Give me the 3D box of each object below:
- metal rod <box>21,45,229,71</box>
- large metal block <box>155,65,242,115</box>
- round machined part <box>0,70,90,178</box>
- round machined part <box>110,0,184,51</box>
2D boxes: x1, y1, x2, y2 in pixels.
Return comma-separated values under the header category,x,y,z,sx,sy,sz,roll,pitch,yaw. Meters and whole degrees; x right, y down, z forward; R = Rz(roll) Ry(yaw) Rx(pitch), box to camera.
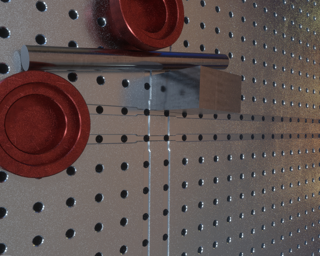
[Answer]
category,x,y,z,sx,sy,sz,roll,pitch,yaw
metal rod,-0.015,-0.086,0.395,0.302,0.025,0.025,-9,96,-40
large metal block,0.051,-0.047,0.416,0.081,0.080,0.050,3,88,-40
round machined part,-0.121,-0.004,0.297,0.099,0.042,0.097,0,90,-40
round machined part,-0.020,-0.143,0.381,0.099,0.042,0.097,0,90,-40
